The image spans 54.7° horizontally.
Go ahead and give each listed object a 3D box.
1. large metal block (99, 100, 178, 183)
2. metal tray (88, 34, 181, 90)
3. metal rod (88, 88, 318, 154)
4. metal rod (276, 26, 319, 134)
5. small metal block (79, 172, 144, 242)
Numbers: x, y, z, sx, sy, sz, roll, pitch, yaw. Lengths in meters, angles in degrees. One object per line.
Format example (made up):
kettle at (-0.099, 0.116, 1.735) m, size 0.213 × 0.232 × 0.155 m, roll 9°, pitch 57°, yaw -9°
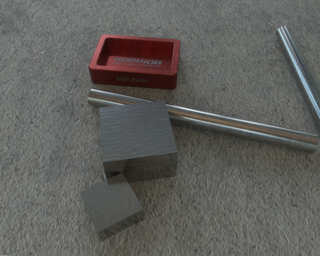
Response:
large metal block at (-0.027, 0.017, 0.373) m, size 0.081 × 0.050 × 0.080 m, roll -7°, pitch 50°, yaw -7°
metal tray at (-0.036, -0.106, 0.488) m, size 0.131 × 0.030 × 0.090 m, roll 5°, pitch 50°, yaw 3°
metal rod at (0.048, -0.012, 0.413) m, size 0.301 × 0.025 × 0.025 m, roll 13°, pitch 51°, yaw 10°
metal rod at (0.220, -0.055, 0.452) m, size 0.025 × 0.025 × 0.300 m, roll 0°, pitch 50°, yaw -1°
small metal block at (-0.051, 0.084, 0.332) m, size 0.050 × 0.025 × 0.050 m, roll -24°, pitch 54°, yaw -19°
